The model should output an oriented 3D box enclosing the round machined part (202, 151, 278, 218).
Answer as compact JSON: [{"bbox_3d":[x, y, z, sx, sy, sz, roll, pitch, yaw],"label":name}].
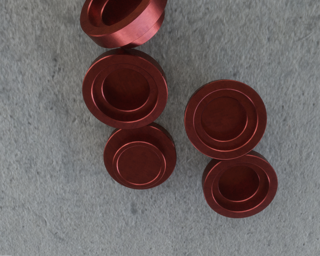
[{"bbox_3d":[0.107,0.072,0.429,0.099,0.042,0.097,0,110,-1],"label":"round machined part"}]

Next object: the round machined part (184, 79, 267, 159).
[{"bbox_3d":[0.080,-0.013,0.391,0.099,0.042,0.097,0,100,2],"label":"round machined part"}]

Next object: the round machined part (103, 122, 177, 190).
[{"bbox_3d":[-0.027,0.041,0.416,0.099,0.042,0.097,0,110,-1],"label":"round machined part"}]

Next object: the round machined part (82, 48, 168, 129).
[{"bbox_3d":[-0.040,-0.050,0.375,0.099,0.042,0.097,0,123,0],"label":"round machined part"}]

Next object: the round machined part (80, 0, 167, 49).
[{"bbox_3d":[-0.034,-0.126,0.335,0.098,0.098,0.042,-34,142,11],"label":"round machined part"}]
